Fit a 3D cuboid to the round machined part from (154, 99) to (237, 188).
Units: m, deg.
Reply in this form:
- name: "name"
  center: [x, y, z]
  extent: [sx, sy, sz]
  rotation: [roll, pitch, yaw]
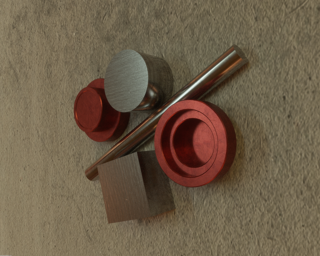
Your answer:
- name: "round machined part"
  center: [0.044, 0.017, 0.359]
  extent: [0.098, 0.042, 0.097]
  rotation: [0, 90, 40]

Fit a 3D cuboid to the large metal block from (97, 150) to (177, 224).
- name: "large metal block"
  center: [-0.033, 0.079, 0.418]
  extent: [0.080, 0.050, 0.080]
  rotation: [-22, 76, 38]

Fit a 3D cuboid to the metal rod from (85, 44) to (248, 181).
- name: "metal rod"
  center: [-0.011, -0.003, 0.417]
  extent: [0.299, 0.025, 0.025]
  rotation: [-38, 67, 33]

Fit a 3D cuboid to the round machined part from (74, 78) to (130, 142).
- name: "round machined part"
  center: [-0.095, -0.027, 0.473]
  extent: [0.098, 0.042, 0.097]
  rotation: [0, 90, 40]

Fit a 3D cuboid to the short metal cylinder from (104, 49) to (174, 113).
- name: "short metal cylinder"
  center: [-0.029, -0.060, 0.413]
  extent: [0.080, 0.050, 0.079]
  rotation: [0, 90, 40]
